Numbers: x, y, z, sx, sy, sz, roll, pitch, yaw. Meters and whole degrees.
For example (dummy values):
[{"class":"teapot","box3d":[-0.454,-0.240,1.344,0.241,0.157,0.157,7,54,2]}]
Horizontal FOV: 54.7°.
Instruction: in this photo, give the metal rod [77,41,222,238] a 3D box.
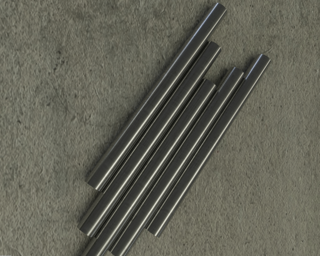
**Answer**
[{"class":"metal rod","box3d":[-0.007,0.006,0.409,0.025,0.025,0.300,38,78,-16]}]

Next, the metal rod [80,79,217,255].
[{"class":"metal rod","box3d":[-0.014,0.059,0.406,0.025,0.025,0.300,38,78,-16]}]

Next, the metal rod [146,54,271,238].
[{"class":"metal rod","box3d":[0.073,0.017,0.438,0.025,0.025,0.300,38,78,-16]}]

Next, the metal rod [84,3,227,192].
[{"class":"metal rod","box3d":[0.001,-0.049,0.412,0.025,0.025,0.300,38,78,-16]}]

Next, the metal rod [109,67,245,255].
[{"class":"metal rod","box3d":[0.029,0.039,0.422,0.025,0.025,0.300,38,78,-16]}]
